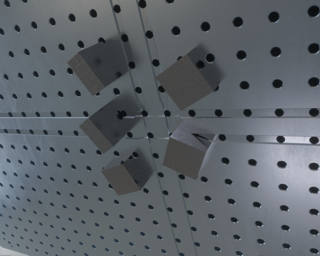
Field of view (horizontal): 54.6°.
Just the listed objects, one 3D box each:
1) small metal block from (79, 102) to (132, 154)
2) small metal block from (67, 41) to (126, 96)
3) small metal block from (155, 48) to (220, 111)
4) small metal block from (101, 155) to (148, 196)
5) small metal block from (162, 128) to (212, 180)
[{"bbox_3d":[-0.075,-0.001,0.435,0.025,0.050,0.050,-34,99,38],"label":"small metal block"},{"bbox_3d":[-0.078,-0.076,0.390,0.025,0.050,0.050,-28,103,37],"label":"small metal block"},{"bbox_3d":[0.032,-0.056,0.360,0.050,0.025,0.050,-31,102,38],"label":"small metal block"},{"bbox_3d":[-0.056,0.075,0.488,0.050,0.025,0.050,-21,107,36],"label":"small metal block"},{"bbox_3d":[0.035,0.035,0.414,0.050,0.025,0.050,23,127,14],"label":"small metal block"}]
